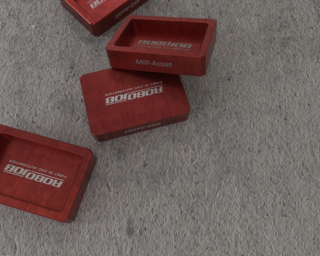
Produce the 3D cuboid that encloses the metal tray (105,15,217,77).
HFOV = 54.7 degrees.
[{"bbox_3d":[0.004,-0.114,0.418,0.130,0.030,0.090,8,49,15],"label":"metal tray"}]

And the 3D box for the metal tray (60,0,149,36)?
[{"bbox_3d":[-0.080,-0.213,0.482,0.130,0.030,0.090,-41,75,-14],"label":"metal tray"}]

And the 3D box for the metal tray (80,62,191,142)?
[{"bbox_3d":[-0.034,-0.041,0.420,0.131,0.030,0.090,-14,71,-5],"label":"metal tray"}]

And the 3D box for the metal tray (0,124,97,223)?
[{"bbox_3d":[-0.156,0.056,0.383,0.131,0.030,0.090,15,71,5],"label":"metal tray"}]
